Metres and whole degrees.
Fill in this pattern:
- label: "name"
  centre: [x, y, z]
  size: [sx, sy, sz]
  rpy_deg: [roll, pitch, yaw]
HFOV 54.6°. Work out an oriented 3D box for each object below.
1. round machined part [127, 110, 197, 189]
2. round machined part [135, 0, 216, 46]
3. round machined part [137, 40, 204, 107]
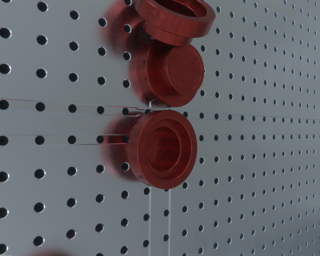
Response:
- label: "round machined part"
  centre: [-0.001, 0.026, 0.396]
  size: [0.099, 0.042, 0.097]
  rpy_deg: [0, 90, -40]
- label: "round machined part"
  centre: [0.016, -0.139, 0.387]
  size: [0.099, 0.098, 0.042]
  rpy_deg: [-18, 146, -38]
- label: "round machined part"
  centre: [0.021, -0.076, 0.414]
  size: [0.099, 0.042, 0.097]
  rpy_deg: [0, 90, -40]
